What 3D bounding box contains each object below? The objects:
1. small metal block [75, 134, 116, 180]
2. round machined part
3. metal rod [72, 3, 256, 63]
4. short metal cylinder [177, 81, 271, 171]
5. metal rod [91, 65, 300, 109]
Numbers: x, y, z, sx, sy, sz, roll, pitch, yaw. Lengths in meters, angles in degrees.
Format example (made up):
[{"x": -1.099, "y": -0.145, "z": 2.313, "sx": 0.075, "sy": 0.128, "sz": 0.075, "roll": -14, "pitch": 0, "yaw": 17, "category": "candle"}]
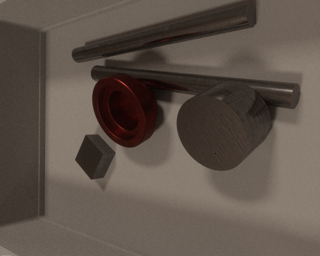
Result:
[{"x": -0.103, "y": 0.045, "z": 0.489, "sx": 0.050, "sy": 0.025, "sz": 0.050, "roll": 41, "pitch": 115, "yaw": 32, "category": "small metal block"}, {"x": -0.042, "y": -0.026, "z": 0.414, "sx": 0.098, "sy": 0.042, "sz": 0.097, "roll": 22, "pitch": 127, "yaw": 33, "category": "round machined part"}, {"x": -0.020, "y": -0.120, "z": 0.421, "sx": 0.300, "sy": 0.025, "sz": 0.025, "roll": 1, "pitch": 90, "yaw": 39, "category": "metal rod"}, {"x": 0.064, "y": -0.003, "z": 0.319, "sx": 0.080, "sy": 0.050, "sz": 0.079, "roll": 22, "pitch": 126, "yaw": 34, "category": "short metal cylinder"}, {"x": 0.016, "y": -0.058, "z": 0.391, "sx": 0.300, "sy": 0.025, "sz": 0.025, "roll": 14, "pitch": 99, "yaw": 38, "category": "metal rod"}]
